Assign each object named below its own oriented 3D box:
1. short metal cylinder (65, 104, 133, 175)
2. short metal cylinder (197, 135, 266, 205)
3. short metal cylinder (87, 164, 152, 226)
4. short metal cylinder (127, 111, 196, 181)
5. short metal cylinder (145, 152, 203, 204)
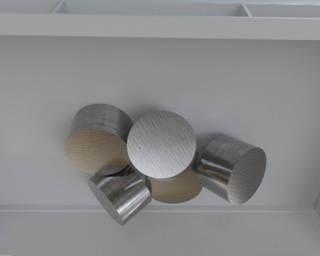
[{"bbox_3d":[-0.077,0.016,0.402,0.081,0.050,0.079,0,130,0],"label":"short metal cylinder"},{"bbox_3d":[0.096,0.055,0.412,0.081,0.050,0.079,-17,118,-36],"label":"short metal cylinder"},{"bbox_3d":[-0.057,0.090,0.438,0.050,0.080,0.080,-37,135,-25],"label":"short metal cylinder"},{"bbox_3d":[0.004,0.024,0.382,0.080,0.080,0.050,-6,166,4],"label":"short metal cylinder"},{"bbox_3d":[0.019,0.064,0.446,0.081,0.050,0.079,0,130,0],"label":"short metal cylinder"}]
